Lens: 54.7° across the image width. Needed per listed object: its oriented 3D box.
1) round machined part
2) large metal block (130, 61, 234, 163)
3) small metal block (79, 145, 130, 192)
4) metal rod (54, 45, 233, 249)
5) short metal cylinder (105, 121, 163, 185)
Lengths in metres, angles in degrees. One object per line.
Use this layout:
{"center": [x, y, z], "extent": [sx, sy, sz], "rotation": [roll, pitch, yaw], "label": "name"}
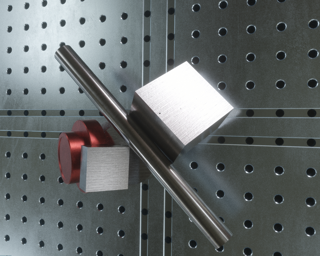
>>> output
{"center": [-0.106, 0.038, 0.409], "extent": [0.098, 0.042, 0.097], "rotation": [10, 102, 57], "label": "round machined part"}
{"center": [0.023, -0.020, 0.364], "extent": [0.080, 0.050, 0.080], "rotation": [-35, 75, -28], "label": "large metal block"}
{"center": [-0.065, 0.046, 0.363], "extent": [0.025, 0.050, 0.050], "rotation": [5, 93, 60], "label": "small metal block"}
{"center": [-0.028, 0.012, 0.365], "extent": [0.025, 0.025, 0.300], "rotation": [-45, 76, 14], "label": "metal rod"}
{"center": [-0.032, 0.031, 0.406], "extent": [0.080, 0.050, 0.079], "rotation": [0, 90, 20], "label": "short metal cylinder"}
